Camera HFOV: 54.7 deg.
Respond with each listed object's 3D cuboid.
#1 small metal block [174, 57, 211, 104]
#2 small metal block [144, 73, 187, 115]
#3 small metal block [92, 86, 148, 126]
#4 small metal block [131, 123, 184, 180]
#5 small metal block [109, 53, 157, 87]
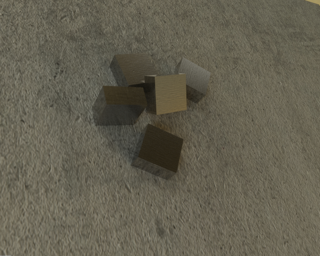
[{"bbox_3d":[0.046,-0.073,0.472,0.050,0.025,0.050,27,52,-12],"label":"small metal block"},{"bbox_3d":[0.008,-0.047,0.420,0.050,0.025,0.050,-11,106,-33],"label":"small metal block"},{"bbox_3d":[-0.050,-0.026,0.376,0.050,0.050,0.025,-1,63,-29],"label":"small metal block"},{"bbox_3d":[-0.003,0.030,0.384,0.050,0.025,0.050,25,53,-13],"label":"small metal block"},{"bbox_3d":[-0.035,-0.076,0.431,0.050,0.025,0.050,-14,69,-34],"label":"small metal block"}]
